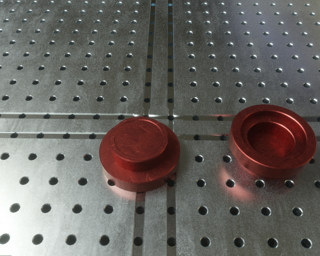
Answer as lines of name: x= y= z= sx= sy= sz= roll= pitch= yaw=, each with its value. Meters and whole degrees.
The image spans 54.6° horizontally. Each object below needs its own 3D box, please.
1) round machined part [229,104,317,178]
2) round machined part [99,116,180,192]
round machined part: x=0.134 y=0.020 z=0.381 sx=0.099 sy=0.042 sz=0.098 roll=0 pitch=50 yaw=0
round machined part: x=-0.024 y=0.024 z=0.377 sx=0.099 sy=0.042 sz=0.098 roll=0 pitch=50 yaw=0
